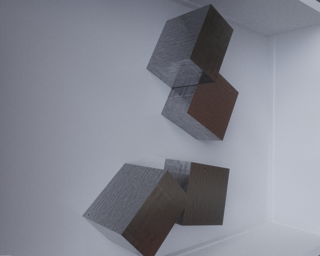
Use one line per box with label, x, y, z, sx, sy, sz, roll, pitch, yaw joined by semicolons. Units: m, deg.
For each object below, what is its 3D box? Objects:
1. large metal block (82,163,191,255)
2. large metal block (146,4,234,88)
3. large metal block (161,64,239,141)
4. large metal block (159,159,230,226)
large metal block;-0.027;0.090;0.350;0.080;0.080;0.050;-52;121;-28
large metal block;0.039;-0.103;0.405;0.050;0.080;0.080;33;69;-36
large metal block;0.059;-0.036;0.442;0.080;0.050;0.080;35;69;-35
large metal block;0.048;0.090;0.433;0.081;0.050;0.080;15;81;-39
